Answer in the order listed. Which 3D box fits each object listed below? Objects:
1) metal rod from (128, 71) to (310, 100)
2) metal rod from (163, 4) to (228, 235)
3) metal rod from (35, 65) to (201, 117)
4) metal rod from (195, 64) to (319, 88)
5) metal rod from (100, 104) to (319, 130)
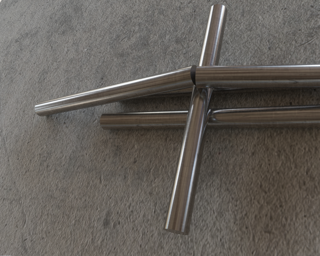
[{"bbox_3d":[0.066,-0.055,0.403,0.300,0.025,0.025,-1,62,27],"label":"metal rod"},{"bbox_3d":[0.048,-0.030,0.365,0.025,0.025,0.300,0,61,28],"label":"metal rod"},{"bbox_3d":[-0.080,-0.046,0.442,0.300,0.025,0.025,-7,58,35],"label":"metal rod"},{"bbox_3d":[0.186,-0.052,0.307,0.301,0.025,0.025,2,62,17],"label":"metal rod"},{"bbox_3d":[0.054,-0.011,0.382,0.300,0.025,0.025,-1,62,27],"label":"metal rod"}]
